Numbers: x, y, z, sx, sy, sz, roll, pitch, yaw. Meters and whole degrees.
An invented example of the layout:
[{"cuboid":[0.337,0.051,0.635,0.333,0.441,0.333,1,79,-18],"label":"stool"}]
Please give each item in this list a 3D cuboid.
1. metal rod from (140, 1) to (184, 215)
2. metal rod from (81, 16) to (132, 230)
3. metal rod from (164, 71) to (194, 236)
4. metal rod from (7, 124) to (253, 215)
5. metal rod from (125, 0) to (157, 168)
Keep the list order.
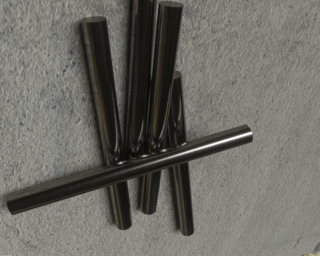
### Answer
[{"cuboid":[-0.003,0.000,0.389,0.025,0.025,0.298,-10,127,-23],"label":"metal rod"},{"cuboid":[-0.060,0.018,0.385,0.025,0.025,0.298,-16,125,-20],"label":"metal rod"},{"cuboid":[0.031,0.057,0.458,0.025,0.025,0.298,-20,126,-17],"label":"metal rod"},{"cuboid":[-0.029,0.048,0.382,0.302,0.025,0.025,-16,126,-8],"label":"metal rod"},{"cuboid":[-0.021,-0.082,0.344,0.025,0.025,0.298,-8,122,-24],"label":"metal rod"}]
